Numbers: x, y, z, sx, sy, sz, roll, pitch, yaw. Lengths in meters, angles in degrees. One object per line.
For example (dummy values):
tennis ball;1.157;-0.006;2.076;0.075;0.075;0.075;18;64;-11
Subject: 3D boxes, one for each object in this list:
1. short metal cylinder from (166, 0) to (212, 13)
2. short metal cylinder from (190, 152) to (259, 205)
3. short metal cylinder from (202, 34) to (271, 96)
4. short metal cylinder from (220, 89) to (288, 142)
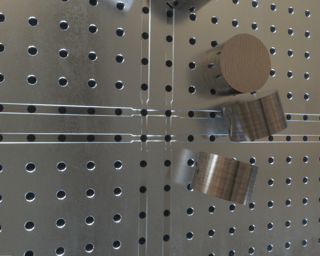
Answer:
short metal cylinder;0.044;-0.203;0.415;0.081;0.050;0.079;0;90;-20
short metal cylinder;0.085;0.067;0.415;0.081;0.080;0.050;18;84;-19
short metal cylinder;0.107;-0.087;0.439;0.081;0.050;0.079;0;90;-20
short metal cylinder;0.130;-0.018;0.431;0.081;0.080;0.050;-20;97;-19
